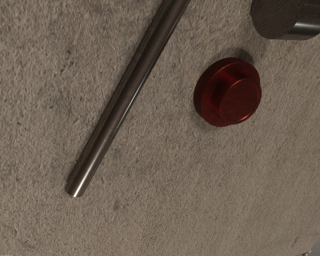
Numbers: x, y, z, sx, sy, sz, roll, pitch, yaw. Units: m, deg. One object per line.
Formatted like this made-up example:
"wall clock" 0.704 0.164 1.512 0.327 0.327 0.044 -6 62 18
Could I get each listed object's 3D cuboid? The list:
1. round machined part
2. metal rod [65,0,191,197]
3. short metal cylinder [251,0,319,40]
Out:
"round machined part" 0.099 -0.044 0.425 0.099 0.042 0.097 -14 124 -21
"metal rod" -0.037 -0.044 0.360 0.025 0.025 0.298 20 108 -36
"short metal cylinder" 0.156 -0.146 0.368 0.050 0.080 0.079 -6 121 -26
